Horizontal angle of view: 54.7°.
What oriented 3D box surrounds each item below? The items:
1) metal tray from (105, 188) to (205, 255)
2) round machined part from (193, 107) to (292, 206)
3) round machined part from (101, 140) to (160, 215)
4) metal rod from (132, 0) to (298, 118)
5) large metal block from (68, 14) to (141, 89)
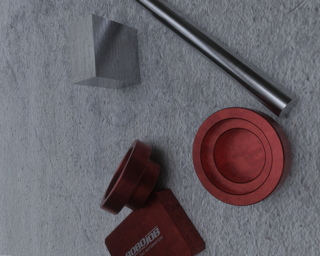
[{"bbox_3d":[-0.012,0.153,0.410,0.129,0.030,0.090,-49,61,28],"label":"metal tray"},{"bbox_3d":[0.086,0.028,0.322,0.098,0.042,0.097,0,90,39],"label":"round machined part"},{"bbox_3d":[-0.034,0.067,0.397,0.042,0.098,0.097,29,114,-8],"label":"round machined part"},{"bbox_3d":[0.036,-0.115,0.373,0.300,0.025,0.025,47,118,29],"label":"metal rod"},{"bbox_3d":[-0.075,-0.101,0.429,0.050,0.081,0.080,-7,86,39],"label":"large metal block"}]
